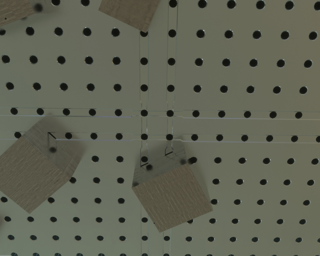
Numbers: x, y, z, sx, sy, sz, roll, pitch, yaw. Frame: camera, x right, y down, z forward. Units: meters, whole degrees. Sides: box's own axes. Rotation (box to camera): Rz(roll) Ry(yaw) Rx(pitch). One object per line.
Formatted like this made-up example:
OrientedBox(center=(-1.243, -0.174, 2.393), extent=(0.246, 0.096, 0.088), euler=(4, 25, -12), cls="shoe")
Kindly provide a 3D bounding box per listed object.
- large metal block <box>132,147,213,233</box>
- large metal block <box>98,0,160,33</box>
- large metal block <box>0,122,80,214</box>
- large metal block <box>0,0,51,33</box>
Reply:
OrientedBox(center=(0.017, 0.086, 0.432), extent=(0.080, 0.050, 0.080), euler=(-26, 108, 9), cls="large metal block")
OrientedBox(center=(-0.020, -0.151, 0.328), extent=(0.050, 0.080, 0.080), euler=(24, 108, -8), cls="large metal block")
OrientedBox(center=(-0.171, 0.054, 0.419), extent=(0.080, 0.050, 0.080), euler=(-40, 106, 13), cls="large metal block")
OrientedBox(center=(-0.184, -0.153, 0.342), extent=(0.080, 0.050, 0.080), euler=(-18, 109, 6), cls="large metal block")
